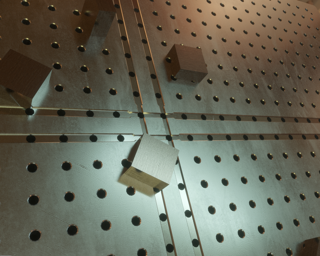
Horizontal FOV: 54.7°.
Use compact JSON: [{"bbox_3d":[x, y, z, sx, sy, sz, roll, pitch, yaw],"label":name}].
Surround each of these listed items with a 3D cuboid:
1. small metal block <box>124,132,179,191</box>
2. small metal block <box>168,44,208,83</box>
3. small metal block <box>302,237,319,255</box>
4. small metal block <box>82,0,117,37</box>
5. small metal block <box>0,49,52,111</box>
[{"bbox_3d":[-0.009,0.041,0.379,0.050,0.025,0.050,28,52,-11],"label":"small metal block"},{"bbox_3d":[0.044,-0.104,0.497,0.050,0.025,0.050,4,60,-27],"label":"small metal block"},{"bbox_3d":[0.221,0.185,0.417,0.050,0.025,0.050,39,51,-2],"label":"small metal block"},{"bbox_3d":[-0.089,-0.169,0.448,0.025,0.050,0.050,-7,65,-32],"label":"small metal block"},{"bbox_3d":[-0.161,-0.056,0.356,0.050,0.025,0.050,26,53,-13],"label":"small metal block"}]
